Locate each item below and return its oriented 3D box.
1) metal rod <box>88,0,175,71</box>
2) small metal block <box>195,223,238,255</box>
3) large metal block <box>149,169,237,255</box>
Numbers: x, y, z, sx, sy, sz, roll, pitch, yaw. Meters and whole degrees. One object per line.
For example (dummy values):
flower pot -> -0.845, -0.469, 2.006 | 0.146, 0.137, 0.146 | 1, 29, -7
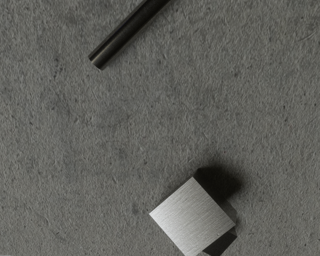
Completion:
metal rod -> 0.032, -0.175, 0.345 | 0.300, 0.025, 0.025 | -41, 105, 13
small metal block -> 0.080, 0.163, 0.471 | 0.050, 0.025, 0.050 | 31, 107, -11
large metal block -> 0.047, 0.116, 0.426 | 0.080, 0.050, 0.080 | -43, 84, 14
